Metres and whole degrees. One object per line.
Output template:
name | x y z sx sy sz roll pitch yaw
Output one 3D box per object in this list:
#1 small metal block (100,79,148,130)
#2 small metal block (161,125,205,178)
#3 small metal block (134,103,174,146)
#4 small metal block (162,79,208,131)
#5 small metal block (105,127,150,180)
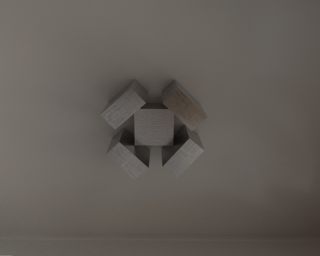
small metal block | -0.043 -0.031 0.384 0.050 0.050 0.025 -40 105 14
small metal block | 0.028 0.029 0.406 0.025 0.050 0.050 38 105 -14
small metal block | -0.007 -0.005 0.407 0.050 0.025 0.050 1 110 -1
small metal block | 0.029 -0.029 0.385 0.025 0.050 0.050 -43 106 13
small metal block | -0.040 0.033 0.408 0.025 0.050 0.050 -43 105 15
